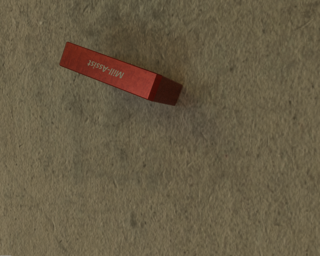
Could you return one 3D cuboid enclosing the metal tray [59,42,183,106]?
[{"bbox_3d":[-0.046,-0.066,0.389,0.130,0.090,0.030,23,98,18],"label":"metal tray"}]
